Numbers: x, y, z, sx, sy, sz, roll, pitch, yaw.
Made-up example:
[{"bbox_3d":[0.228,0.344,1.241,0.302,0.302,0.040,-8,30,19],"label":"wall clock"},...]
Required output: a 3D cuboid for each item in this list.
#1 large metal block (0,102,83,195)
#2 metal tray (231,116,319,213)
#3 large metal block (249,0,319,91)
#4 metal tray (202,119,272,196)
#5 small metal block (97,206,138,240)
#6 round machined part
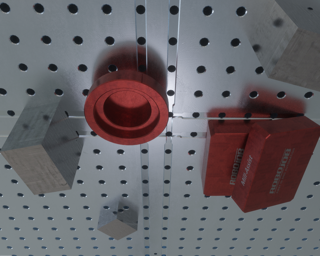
[{"bbox_3d":[-0.145,0.026,0.396,0.050,0.080,0.080,-10,130,8],"label":"large metal block"},{"bbox_3d":[0.155,0.051,0.420,0.091,0.030,0.129,-7,123,-21],"label":"metal tray"},{"bbox_3d":[0.145,-0.082,0.307,0.081,0.080,0.050,12,129,-11],"label":"large metal block"},{"bbox_3d":[0.111,0.047,0.449,0.091,0.030,0.129,-1,130,0],"label":"metal tray"},{"bbox_3d":[-0.076,0.173,0.558,0.050,0.025,0.050,-34,123,25],"label":"small metal block"},{"bbox_3d":[-0.039,-0.028,0.376,0.099,0.042,0.097,0,130,0],"label":"round machined part"}]
